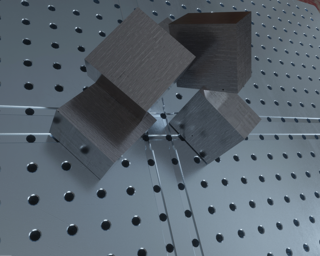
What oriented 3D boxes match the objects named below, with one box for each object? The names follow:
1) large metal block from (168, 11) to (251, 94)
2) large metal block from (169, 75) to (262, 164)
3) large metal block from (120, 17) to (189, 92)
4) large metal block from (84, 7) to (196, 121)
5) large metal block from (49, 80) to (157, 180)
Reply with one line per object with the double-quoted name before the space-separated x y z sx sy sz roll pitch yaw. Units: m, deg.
"large metal block" 0.063 -0.092 0.374 0.080 0.079 0.050 11 37 30
"large metal block" 0.072 -0.010 0.417 0.080 0.080 0.050 47 51 4
"large metal block" -0.008 -0.091 0.424 0.050 0.080 0.080 41 51 -1
"large metal block" -0.022 -0.067 0.338 0.080 0.050 0.080 41 76 -1
"large metal block" -0.065 -0.002 0.359 0.080 0.050 0.080 43 51 1
